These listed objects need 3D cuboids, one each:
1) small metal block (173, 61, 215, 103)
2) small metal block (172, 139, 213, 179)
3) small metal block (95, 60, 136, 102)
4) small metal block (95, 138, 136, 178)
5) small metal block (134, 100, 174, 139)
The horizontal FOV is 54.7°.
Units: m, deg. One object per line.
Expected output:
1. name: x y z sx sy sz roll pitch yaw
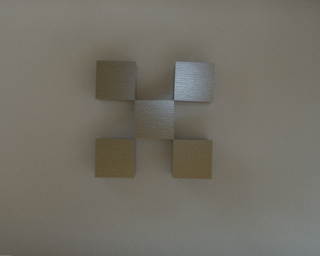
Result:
1. small metal block: 0.044 -0.059 0.409 0.050 0.025 0.050 2 90 0
2. small metal block: 0.042 0.040 0.409 0.050 0.025 0.050 1 90 0
3. small metal block: -0.057 -0.061 0.409 0.050 0.025 0.050 2 90 0
4. small metal block: -0.058 0.039 0.409 0.050 0.025 0.050 1 90 0
5. small metal block: -0.007 -0.011 0.409 0.050 0.025 0.050 1 90 0
